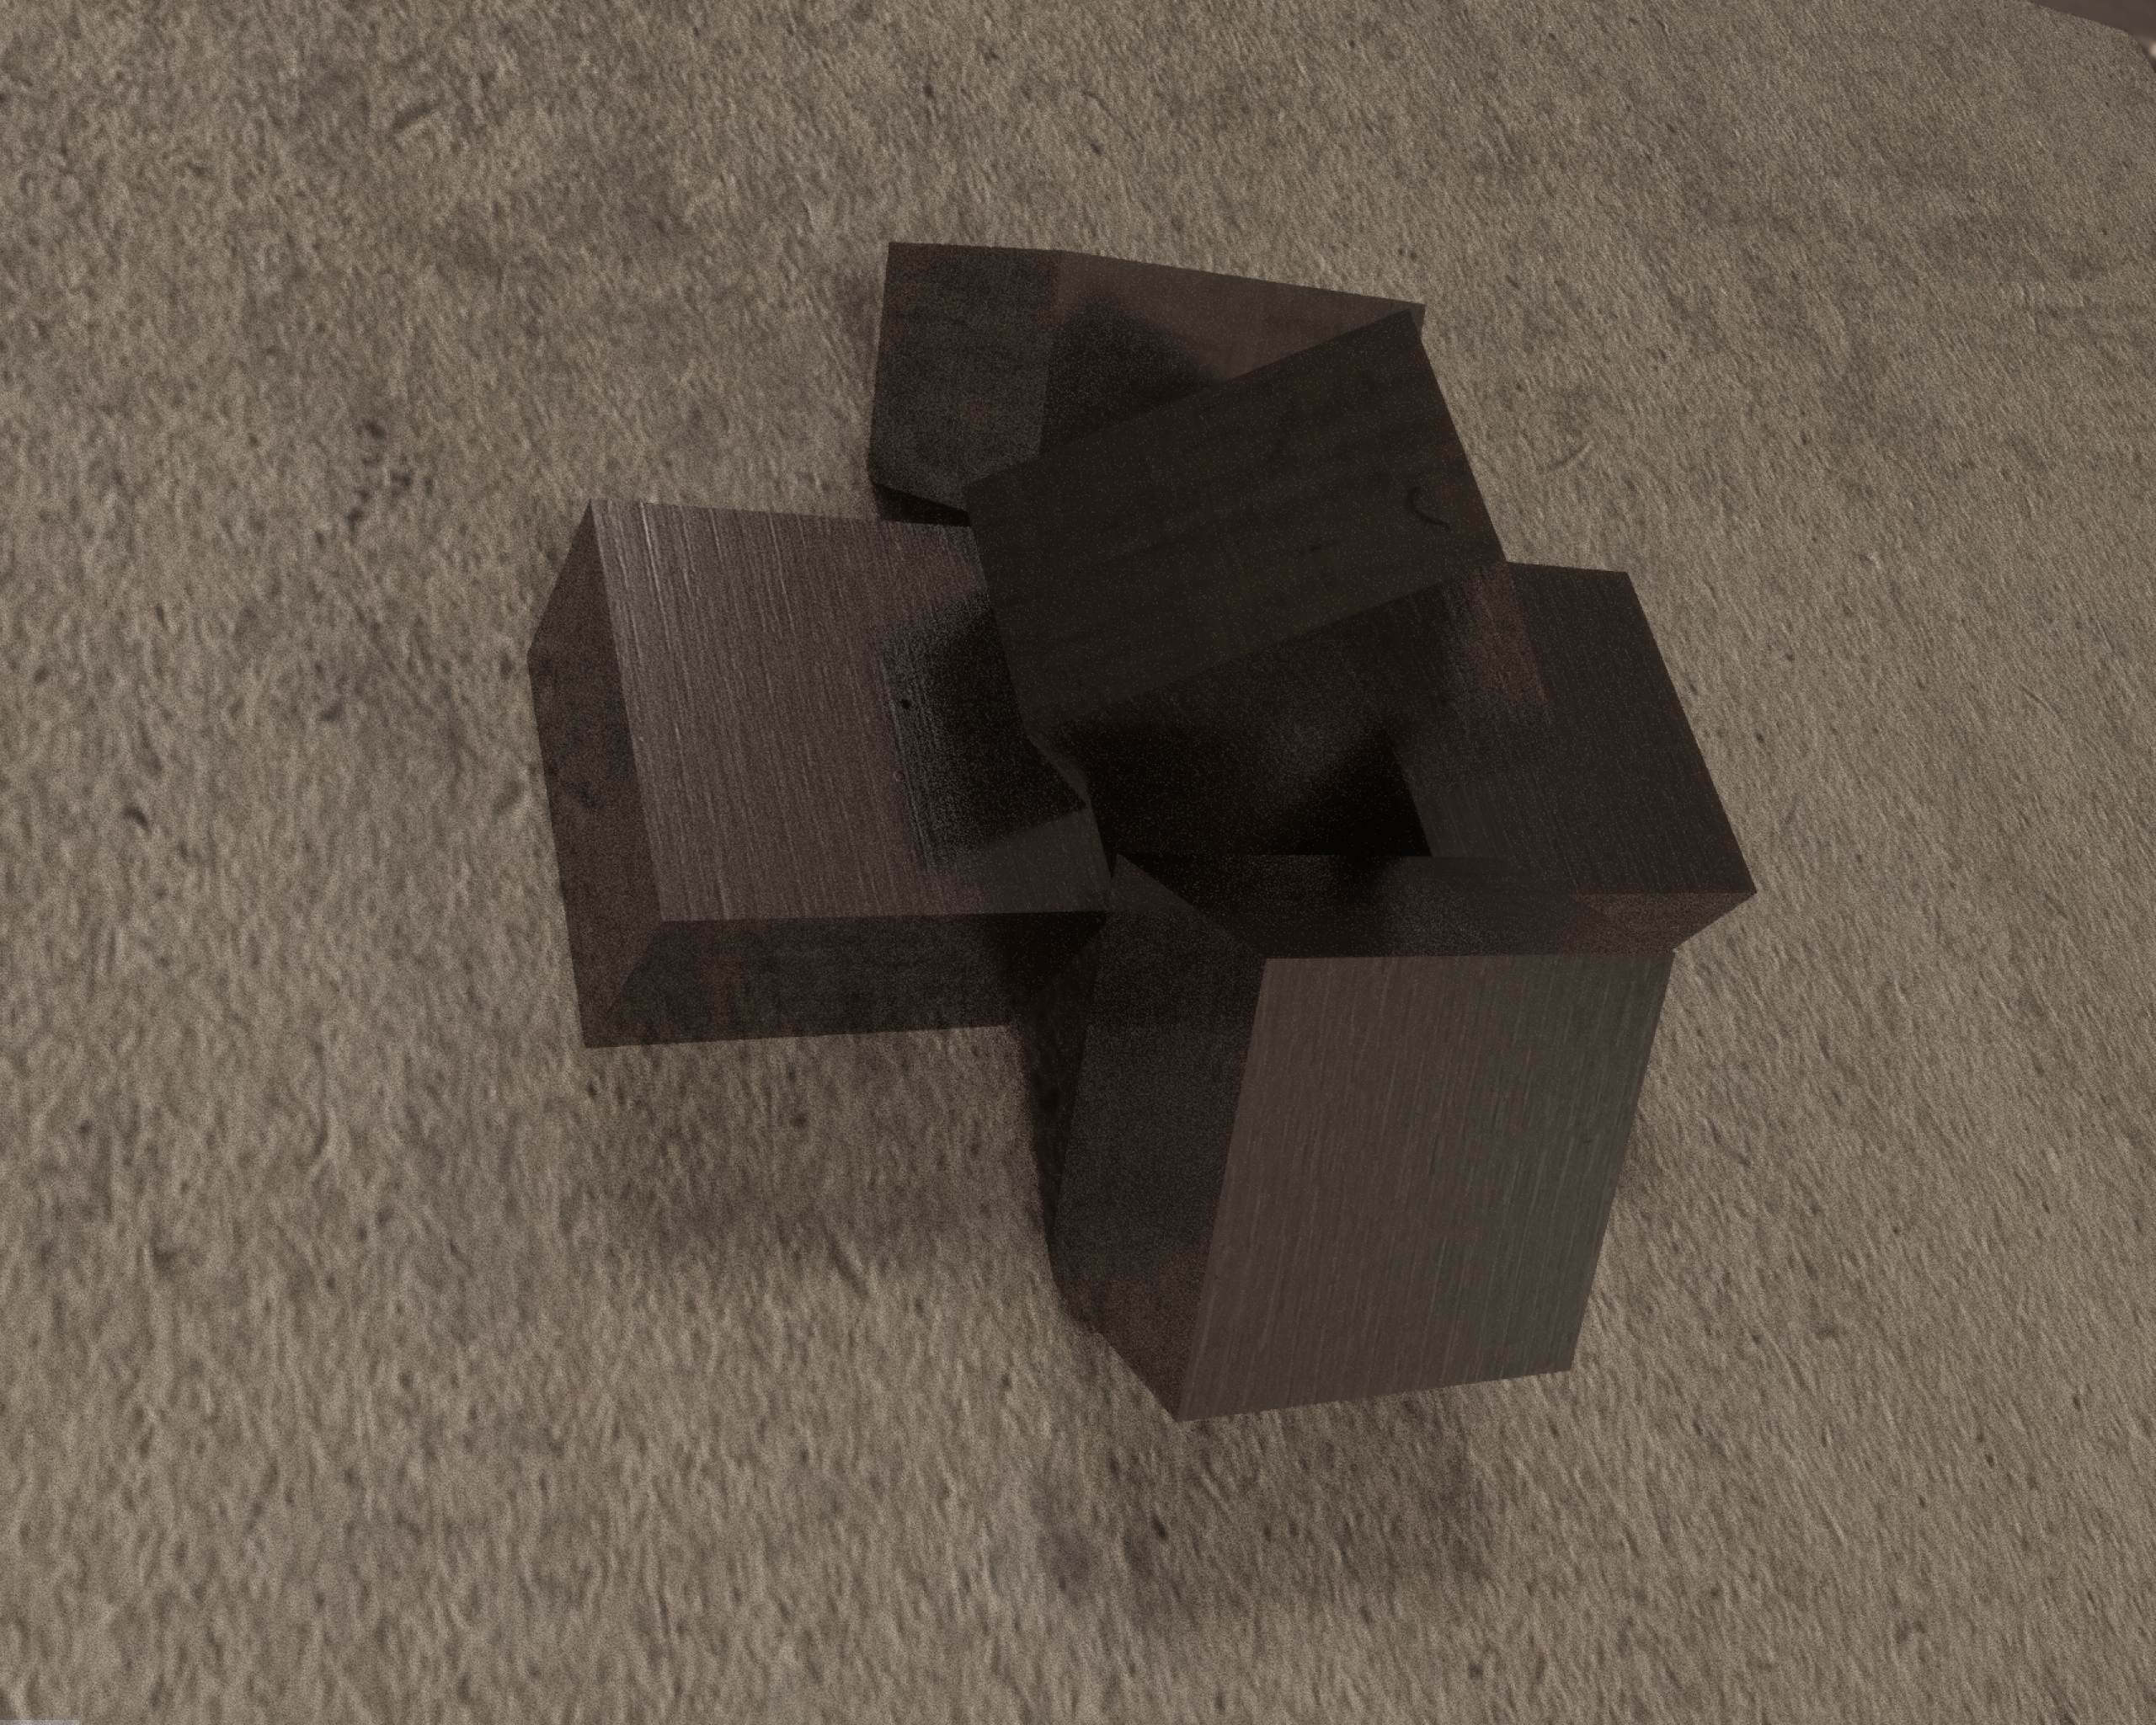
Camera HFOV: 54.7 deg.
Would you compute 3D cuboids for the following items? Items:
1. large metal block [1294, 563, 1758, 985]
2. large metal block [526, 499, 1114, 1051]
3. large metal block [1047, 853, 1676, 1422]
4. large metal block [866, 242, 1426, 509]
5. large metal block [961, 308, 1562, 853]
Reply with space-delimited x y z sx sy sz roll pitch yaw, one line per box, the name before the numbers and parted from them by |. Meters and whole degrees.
large metal block | 0.084 -0.017 0.444 0.081 0.050 0.080 0 62 -29
large metal block | -0.048 -0.015 0.373 0.081 0.050 0.080 -1 62 -29
large metal block | 0.047 0.044 0.362 0.081 0.079 0.050 1 18 -27
large metal block | 0.011 -0.096 0.429 0.081 0.080 0.050 -1 106 -29
large metal block | 0.036 -0.043 0.374 0.080 0.080 0.050 -20 66 11
